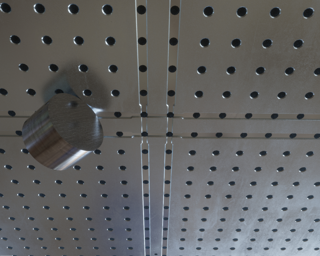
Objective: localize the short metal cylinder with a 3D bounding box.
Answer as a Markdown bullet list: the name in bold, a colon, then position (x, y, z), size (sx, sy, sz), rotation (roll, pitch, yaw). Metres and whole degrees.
- **short metal cylinder**: position (-0.117, 0.005, 0.378), size (0.050, 0.080, 0.080), rotation (-34, 123, 25)
